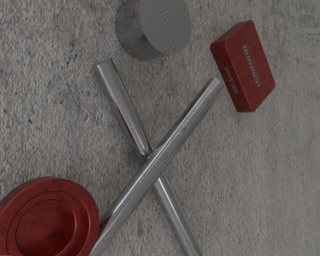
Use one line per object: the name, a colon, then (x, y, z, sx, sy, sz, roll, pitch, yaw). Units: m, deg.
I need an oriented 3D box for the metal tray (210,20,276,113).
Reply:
metal tray: (0.143, -0.102, 0.521, 0.090, 0.030, 0.130, -43, 116, -31)

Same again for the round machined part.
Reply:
round machined part: (-0.113, 0.096, 0.300, 0.099, 0.042, 0.097, 0, 90, -40)

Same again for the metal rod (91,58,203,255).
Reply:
metal rod: (-0.008, 0.055, 0.398, 0.025, 0.025, 0.299, -38, 113, -34)

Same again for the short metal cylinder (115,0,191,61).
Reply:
short metal cylinder: (-0.008, -0.126, 0.381, 0.081, 0.050, 0.080, 0, 90, -40)

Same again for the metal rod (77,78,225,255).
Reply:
metal rod: (-0.015, 0.055, 0.363, 0.300, 0.025, 0.025, -52, 121, -17)
